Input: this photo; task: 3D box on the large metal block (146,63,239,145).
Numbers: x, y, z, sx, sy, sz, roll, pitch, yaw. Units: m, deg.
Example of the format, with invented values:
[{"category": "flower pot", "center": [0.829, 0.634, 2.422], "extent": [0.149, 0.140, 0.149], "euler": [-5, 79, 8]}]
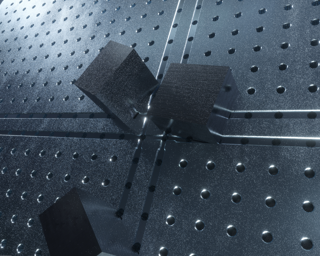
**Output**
[{"category": "large metal block", "center": [0.043, -0.032, 0.389], "extent": [0.080, 0.050, 0.080], "euler": [11, 67, 32]}]

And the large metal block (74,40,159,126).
[{"category": "large metal block", "center": [-0.058, -0.063, 0.441], "extent": [0.050, 0.080, 0.080], "euler": [29, 77, 37]}]

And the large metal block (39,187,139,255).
[{"category": "large metal block", "center": [-0.074, 0.121, 0.336], "extent": [0.050, 0.080, 0.080], "euler": [-39, 51, 2]}]
